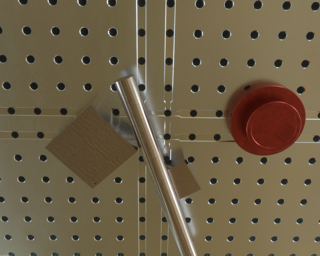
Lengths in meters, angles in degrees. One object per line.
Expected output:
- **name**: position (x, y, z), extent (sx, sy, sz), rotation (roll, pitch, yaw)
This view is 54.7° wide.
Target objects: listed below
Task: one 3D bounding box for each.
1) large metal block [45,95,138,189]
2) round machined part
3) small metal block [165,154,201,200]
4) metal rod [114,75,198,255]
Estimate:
- **large metal block**: position (-0.085, 0.018, 0.406), extent (0.080, 0.050, 0.080), rotation (-41, 106, 13)
- **round machined part**: position (0.142, -0.007, 0.404), extent (0.099, 0.042, 0.097), rotation (0, 110, -1)
- **small metal block**: position (0.023, 0.072, 0.441), extent (0.050, 0.025, 0.050), rotation (-28, 108, 9)
- **metal rod**: position (0.004, 0.074, 0.414), extent (0.025, 0.025, 0.298), rotation (-17, 109, 6)
